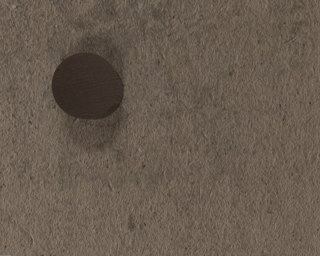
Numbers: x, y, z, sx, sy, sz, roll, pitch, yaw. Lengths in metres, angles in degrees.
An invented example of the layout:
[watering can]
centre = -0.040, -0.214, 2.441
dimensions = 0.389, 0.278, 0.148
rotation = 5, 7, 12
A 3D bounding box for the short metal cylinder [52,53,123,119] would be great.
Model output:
[short metal cylinder]
centre = -0.090, -0.051, 0.396
dimensions = 0.081, 0.050, 0.079
rotation = 0, 90, -1
